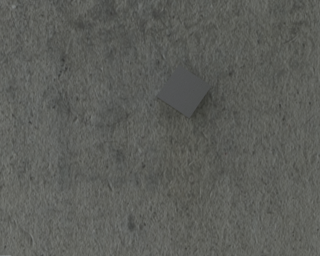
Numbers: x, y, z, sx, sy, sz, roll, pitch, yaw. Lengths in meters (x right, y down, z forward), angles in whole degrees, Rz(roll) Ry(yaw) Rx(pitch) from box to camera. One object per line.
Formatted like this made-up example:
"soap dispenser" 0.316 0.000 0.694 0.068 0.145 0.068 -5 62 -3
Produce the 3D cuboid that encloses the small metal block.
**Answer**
"small metal block" 0.031 -0.047 0.410 0.050 0.025 0.050 34 90 -1
